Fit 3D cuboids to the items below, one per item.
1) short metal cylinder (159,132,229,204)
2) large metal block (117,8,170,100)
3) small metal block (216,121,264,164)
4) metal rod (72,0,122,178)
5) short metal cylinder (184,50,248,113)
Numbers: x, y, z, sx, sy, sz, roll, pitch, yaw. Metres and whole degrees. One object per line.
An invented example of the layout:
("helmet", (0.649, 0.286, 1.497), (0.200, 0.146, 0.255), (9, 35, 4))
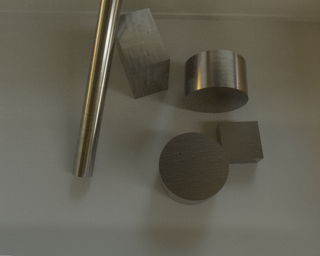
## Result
("short metal cylinder", (0.039, 0.051, 0.378), (0.081, 0.050, 0.080), (0, 70, 0))
("large metal block", (-0.025, -0.097, 0.415), (0.050, 0.080, 0.080), (-18, 71, -7))
("small metal block", (0.103, 0.019, 0.404), (0.050, 0.025, 0.050), (-2, 70, -1))
("metal rod", (-0.070, -0.087, 0.375), (0.025, 0.025, 0.298), (11, 96, 3))
("short metal cylinder", (0.072, -0.058, 0.402), (0.081, 0.080, 0.050), (2, 70, 0))
